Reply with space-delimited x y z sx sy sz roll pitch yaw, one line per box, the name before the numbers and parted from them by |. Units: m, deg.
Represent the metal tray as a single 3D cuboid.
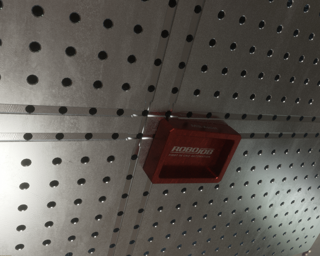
metal tray | 0.049 0.038 0.460 0.131 0.030 0.089 6 116 -31
